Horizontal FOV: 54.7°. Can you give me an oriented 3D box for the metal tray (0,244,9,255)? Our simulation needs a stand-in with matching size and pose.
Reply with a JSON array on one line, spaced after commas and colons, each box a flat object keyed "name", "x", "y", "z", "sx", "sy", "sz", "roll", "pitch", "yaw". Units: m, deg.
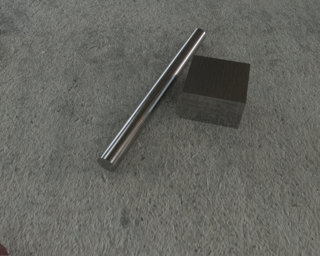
[{"name": "metal tray", "x": -0.187, "y": 0.167, "z": 0.258, "sx": 0.131, "sy": 0.030, "sz": 0.090, "roll": -28, "pitch": 56, "yaw": -22}]

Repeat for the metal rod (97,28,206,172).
[{"name": "metal rod", "x": 0.003, "y": -0.060, "z": 0.453, "sx": 0.025, "sy": 0.025, "sz": 0.301, "roll": 21, "pitch": 53, "yaw": 16}]

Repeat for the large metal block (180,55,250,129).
[{"name": "large metal block", "x": 0.077, "y": -0.052, "z": 0.432, "sx": 0.080, "sy": 0.050, "sz": 0.080, "roll": 11, "pitch": 51, "yaw": 9}]
